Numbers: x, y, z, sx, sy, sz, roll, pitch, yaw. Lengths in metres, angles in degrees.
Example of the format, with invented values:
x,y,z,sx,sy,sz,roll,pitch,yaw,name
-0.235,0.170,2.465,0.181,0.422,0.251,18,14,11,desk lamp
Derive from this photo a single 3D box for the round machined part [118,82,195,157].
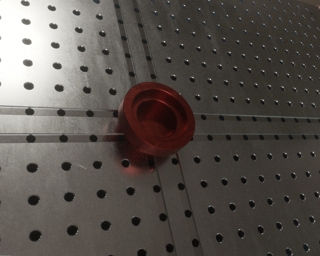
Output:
x,y,z,sx,sy,sz,roll,pitch,yaw,name
-0.007,-0.008,0.399,0.099,0.042,0.098,14,56,-21,round machined part
